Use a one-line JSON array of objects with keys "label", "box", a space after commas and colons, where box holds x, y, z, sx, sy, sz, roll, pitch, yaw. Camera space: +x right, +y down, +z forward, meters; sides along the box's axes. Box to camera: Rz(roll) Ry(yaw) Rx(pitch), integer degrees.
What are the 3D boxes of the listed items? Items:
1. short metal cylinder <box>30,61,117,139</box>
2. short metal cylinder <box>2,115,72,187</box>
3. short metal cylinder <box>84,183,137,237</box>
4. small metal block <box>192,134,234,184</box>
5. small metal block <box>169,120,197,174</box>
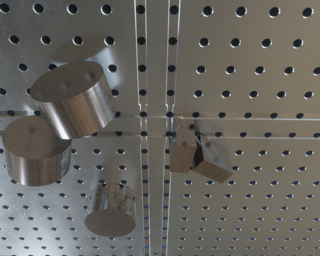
[{"label": "short metal cylinder", "box": [-0.094, -0.033, 0.346, 0.080, 0.080, 0.050, -9, 130, 7]}, {"label": "short metal cylinder", "box": [-0.155, 0.028, 0.397, 0.081, 0.080, 0.050, 10, 129, -9]}, {"label": "short metal cylinder", "box": [-0.079, 0.136, 0.510, 0.081, 0.050, 0.079, 0, 130, 0]}, {"label": "small metal block", "box": [0.071, 0.043, 0.432, 0.050, 0.050, 0.025, 25, 126, -20]}, {"label": "small metal block", "box": [0.029, 0.025, 0.417, 0.025, 0.050, 0.050, 7, 130, -6]}]
